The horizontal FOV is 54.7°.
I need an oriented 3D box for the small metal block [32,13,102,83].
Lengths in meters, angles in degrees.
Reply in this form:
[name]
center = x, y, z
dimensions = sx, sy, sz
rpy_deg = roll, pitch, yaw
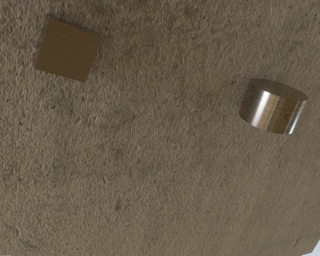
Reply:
[small metal block]
center = -0.093, -0.079, 0.308
dimensions = 0.050, 0.025, 0.050
rpy_deg = 13, 112, -34

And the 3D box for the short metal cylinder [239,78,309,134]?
[short metal cylinder]
center = 0.159, -0.032, 0.438
dimensions = 0.081, 0.080, 0.050
rpy_deg = -1, 119, -28
